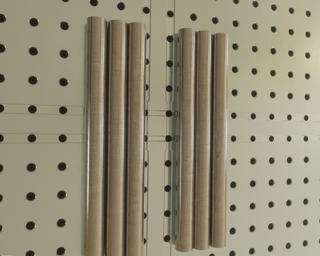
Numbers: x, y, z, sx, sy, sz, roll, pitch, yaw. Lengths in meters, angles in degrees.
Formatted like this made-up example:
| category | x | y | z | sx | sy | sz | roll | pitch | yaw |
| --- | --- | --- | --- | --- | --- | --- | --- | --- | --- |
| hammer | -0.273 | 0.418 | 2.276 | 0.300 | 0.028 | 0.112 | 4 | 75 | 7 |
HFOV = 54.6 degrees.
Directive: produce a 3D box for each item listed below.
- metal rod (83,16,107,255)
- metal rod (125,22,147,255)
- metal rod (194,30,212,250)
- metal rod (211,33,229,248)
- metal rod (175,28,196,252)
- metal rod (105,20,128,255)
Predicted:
| category | x | y | z | sx | sy | sz | roll | pitch | yaw |
| --- | --- | --- | --- | --- | --- | --- | --- | --- | --- |
| metal rod | -0.080 | 0.016 | 0.382 | 0.025 | 0.025 | 0.298 | 1 | 90 | -20 |
| metal rod | -0.032 | 0.017 | 0.400 | 0.025 | 0.025 | 0.298 | 1 | 90 | -20 |
| metal rod | 0.059 | 0.017 | 0.433 | 0.025 | 0.025 | 0.298 | 1 | 90 | -20 |
| metal rod | 0.084 | 0.017 | 0.443 | 0.025 | 0.025 | 0.298 | 1 | 90 | -20 |
| metal rod | 0.035 | 0.016 | 0.425 | 0.025 | 0.025 | 0.298 | 1 | 90 | -20 |
| metal rod | -0.055 | 0.017 | 0.391 | 0.025 | 0.025 | 0.298 | 1 | 90 | -20 |
